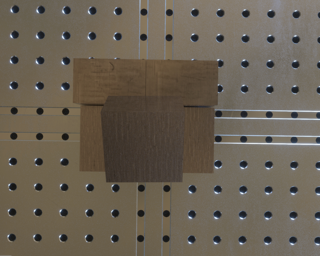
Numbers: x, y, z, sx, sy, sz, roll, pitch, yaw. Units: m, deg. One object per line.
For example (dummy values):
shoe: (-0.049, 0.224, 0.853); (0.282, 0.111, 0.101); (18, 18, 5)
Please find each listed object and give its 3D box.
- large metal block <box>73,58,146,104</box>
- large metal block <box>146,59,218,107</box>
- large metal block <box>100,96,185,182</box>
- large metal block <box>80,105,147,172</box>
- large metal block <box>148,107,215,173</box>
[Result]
large metal block: (-0.056, -0.052, 0.384); (0.081, 0.080, 0.050); (1, 90, -1)
large metal block: (0.024, -0.051, 0.385); (0.081, 0.080, 0.050); (1, 90, -1)
large metal block: (-0.017, 0.011, 0.334); (0.081, 0.050, 0.079); (0, 114, -1)
large metal block: (-0.056, 0.013, 0.398); (0.081, 0.050, 0.079); (1, 90, -1)
large metal block: (0.025, 0.014, 0.399); (0.081, 0.050, 0.079); (1, 90, -1)
